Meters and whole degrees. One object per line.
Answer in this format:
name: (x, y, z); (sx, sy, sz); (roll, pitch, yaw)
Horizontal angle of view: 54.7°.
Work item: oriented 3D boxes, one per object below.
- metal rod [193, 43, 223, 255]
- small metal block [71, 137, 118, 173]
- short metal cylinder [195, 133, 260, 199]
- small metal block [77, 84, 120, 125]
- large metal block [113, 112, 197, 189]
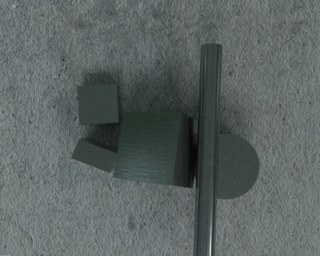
metal rod: (0.055, 0.054, 0.360); (0.025, 0.025, 0.298); (2, 90, -1)
small metal block: (-0.079, 0.033, 0.396); (0.050, 0.050, 0.025); (21, 90, 0)
short metal cylinder: (0.080, 0.046, 0.399); (0.081, 0.050, 0.079); (0, 90, -1)
small metal block: (-0.079, -0.030, 0.409); (0.050, 0.025, 0.050); (-3, 90, -1)
large metal block: (-0.003, 0.026, 0.373); (0.080, 0.050, 0.080); (1, 77, 32)
